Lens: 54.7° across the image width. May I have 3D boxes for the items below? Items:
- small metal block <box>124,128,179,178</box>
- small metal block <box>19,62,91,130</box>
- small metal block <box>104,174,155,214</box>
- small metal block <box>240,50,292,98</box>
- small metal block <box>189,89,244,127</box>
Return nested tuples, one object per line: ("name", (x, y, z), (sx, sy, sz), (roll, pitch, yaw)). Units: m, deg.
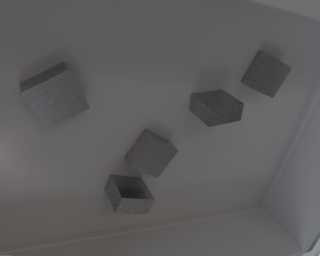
("small metal block", (-0.012, 0.036, 0.424), (0.050, 0.025, 0.050), (29, 103, -38))
("small metal block", (-0.110, -0.034, 0.328), (0.050, 0.025, 0.050), (-30, 129, -10))
("small metal block", (-0.042, 0.091, 0.426), (0.050, 0.050, 0.025), (12, 112, -34))
("small metal block", (0.152, -0.076, 0.444), (0.050, 0.025, 0.050), (16, 110, -35))
("small metal block", (0.075, -0.028, 0.416), (0.050, 0.050, 0.025), (-11, 123, -23))
